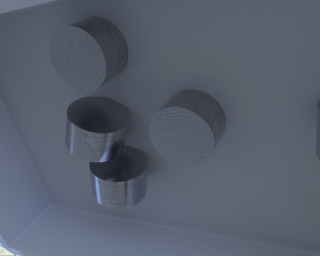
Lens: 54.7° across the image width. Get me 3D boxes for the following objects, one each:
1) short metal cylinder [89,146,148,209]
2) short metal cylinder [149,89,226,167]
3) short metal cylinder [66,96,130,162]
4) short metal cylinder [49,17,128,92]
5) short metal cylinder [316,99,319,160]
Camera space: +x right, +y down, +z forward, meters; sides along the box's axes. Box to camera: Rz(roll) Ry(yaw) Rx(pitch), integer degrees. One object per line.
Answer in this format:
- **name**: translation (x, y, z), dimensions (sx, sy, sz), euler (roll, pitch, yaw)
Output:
- **short metal cylinder**: translation (-0.059, 0.069, 0.447), dimensions (0.080, 0.080, 0.050), euler (15, 125, 19)
- **short metal cylinder**: translation (0.034, 0.000, 0.375), dimensions (0.080, 0.050, 0.079), euler (13, 124, 21)
- **short metal cylinder**: translation (-0.085, 0.000, 0.418), dimensions (0.080, 0.080, 0.050), euler (25, 127, 13)
- **short metal cylinder**: translation (-0.087, -0.091, 0.382), dimensions (0.080, 0.050, 0.079), euler (13, 124, 21)
- **short metal cylinder**: translation (0.185, 0.002, 0.277), dimensions (0.080, 0.080, 0.050), euler (2, 120, 27)
